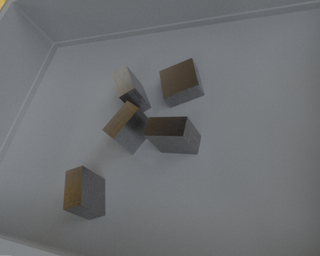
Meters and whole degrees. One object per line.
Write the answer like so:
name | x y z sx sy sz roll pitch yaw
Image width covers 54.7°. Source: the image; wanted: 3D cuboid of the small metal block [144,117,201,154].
small metal block | 0.016 0.010 0.375 0.050 0.050 0.025 0 62 28

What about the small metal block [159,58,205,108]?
small metal block | 0.030 -0.062 0.429 0.050 0.025 0.050 -20 54 16

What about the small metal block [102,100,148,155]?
small metal block | -0.040 0.000 0.410 0.025 0.050 0.050 33 80 38

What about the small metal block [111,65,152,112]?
small metal block | -0.041 -0.053 0.444 0.025 0.050 0.050 -30 52 10

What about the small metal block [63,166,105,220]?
small metal block | -0.093 0.082 0.388 0.025 0.050 0.050 -19 54 17
